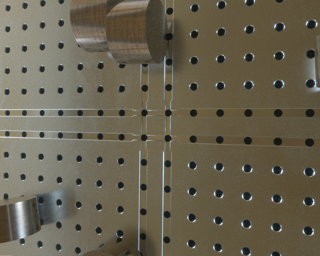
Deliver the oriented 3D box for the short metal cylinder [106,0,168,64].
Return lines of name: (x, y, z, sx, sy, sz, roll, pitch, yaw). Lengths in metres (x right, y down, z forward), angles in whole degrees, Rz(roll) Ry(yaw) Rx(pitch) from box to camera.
short metal cylinder: (-0.026, -0.122, 0.392, 0.050, 0.080, 0.079, 3, 91, 19)

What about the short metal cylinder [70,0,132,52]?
short metal cylinder: (-0.073, -0.141, 0.408, 0.050, 0.080, 0.079, 3, 91, 20)

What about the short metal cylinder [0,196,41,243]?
short metal cylinder: (-0.222, 0.134, 0.460, 0.080, 0.080, 0.050, -9, 87, 19)

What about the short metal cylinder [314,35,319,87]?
short metal cylinder: (0.201, -0.071, 0.313, 0.080, 0.080, 0.050, -3, 89, 19)

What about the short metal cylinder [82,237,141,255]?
short metal cylinder: (-0.068, 0.197, 0.422, 0.080, 0.050, 0.079, 0, 90, 19)
